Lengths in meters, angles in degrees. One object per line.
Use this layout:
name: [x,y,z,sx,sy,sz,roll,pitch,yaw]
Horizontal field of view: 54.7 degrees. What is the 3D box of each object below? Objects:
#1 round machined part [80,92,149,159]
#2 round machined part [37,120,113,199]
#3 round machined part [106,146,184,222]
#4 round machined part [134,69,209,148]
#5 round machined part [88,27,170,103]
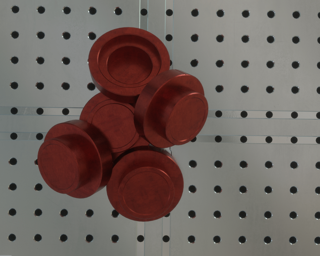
round machined part: [-0.057,-0.003,0.403,0.099,0.042,0.097,0,90,-1]
round machined part: [-0.110,0.041,0.380,0.098,0.042,0.097,8,106,28]
round machined part: [-0.018,0.075,0.392,0.099,0.042,0.097,-1,102,-6]
round machined part: [0.020,-0.018,0.376,0.042,0.098,0.098,34,90,41]
round machined part: [-0.038,-0.075,0.393,0.099,0.042,0.098,2,69,-5]
